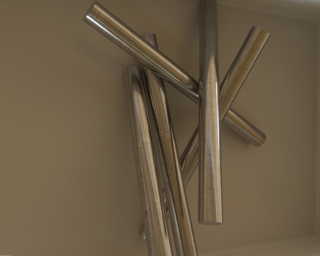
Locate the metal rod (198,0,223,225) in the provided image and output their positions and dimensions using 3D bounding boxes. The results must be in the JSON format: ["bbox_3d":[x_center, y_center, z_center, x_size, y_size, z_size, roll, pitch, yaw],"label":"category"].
[{"bbox_3d":[0.059,-0.039,0.374,0.025,0.025,0.299,14,63,-20],"label":"metal rod"}]

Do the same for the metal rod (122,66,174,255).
[{"bbox_3d":[-0.011,0.062,0.340,0.025,0.025,0.299,-1,65,-20],"label":"metal rod"}]

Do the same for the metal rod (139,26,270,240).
[{"bbox_3d":[0.054,0.012,0.395,0.025,0.025,0.299,27,95,-19],"label":"metal rod"}]

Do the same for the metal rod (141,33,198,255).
[{"bbox_3d":[0.010,0.027,0.381,0.025,0.025,0.298,-7,80,-20],"label":"metal rod"}]

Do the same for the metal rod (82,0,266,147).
[{"bbox_3d":[0.038,-0.053,0.396,0.301,0.025,0.025,32,79,-29],"label":"metal rod"}]
